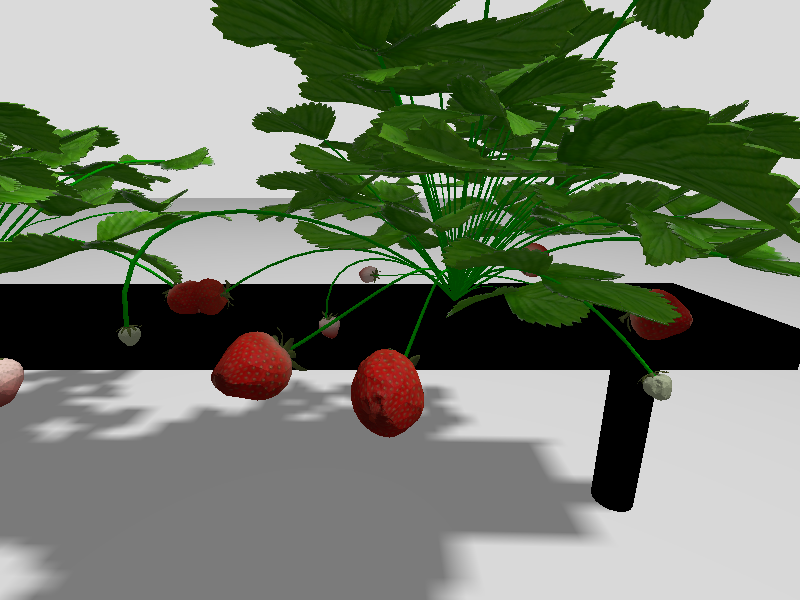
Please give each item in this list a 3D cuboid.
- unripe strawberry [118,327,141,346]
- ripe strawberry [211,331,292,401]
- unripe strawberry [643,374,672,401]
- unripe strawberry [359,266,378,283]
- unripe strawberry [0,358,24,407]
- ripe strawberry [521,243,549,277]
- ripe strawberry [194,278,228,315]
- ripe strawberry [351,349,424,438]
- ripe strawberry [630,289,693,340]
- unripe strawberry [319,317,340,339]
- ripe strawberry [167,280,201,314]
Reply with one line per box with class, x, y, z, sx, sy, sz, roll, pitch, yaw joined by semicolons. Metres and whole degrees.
unripe strawberry;-0.158;0.022;0.234;0.011;0.011;0.011;-10;19;-31
ripe strawberry;-0.072;0.033;0.194;0.036;0.031;0.036;11;20;34
unripe strawberry;0.127;0.043;0.196;0.014;0.012;0.012;-7;-28;-23
unripe strawberry;-0.034;-0.027;0.428;0.020;0.017;0.020;12;20;38
unripe strawberry;-0.192;0.039;0.188;0.020;0.024;0.024;13;21;39
ripe strawberry;0.157;-0.047;0.468;0.037;0.039;0.040;15;21;42
ripe strawberry;-0.158;-0.002;0.325;0.032;0.031;0.029;-7;17;-9
ripe strawberry;-0.006;0.040;0.165;0.031;0.036;0.034;4;17;15
ripe strawberry;0.173;0.011;0.266;0.035;0.034;0.038;13;21;36
unripe strawberry;-0.048;0.019;0.275;0.015;0.015;0.016;-15;22;-41
ripe strawberry;-0.169;0.000;0.320;0.028;0.027;0.030;36;19;-1
